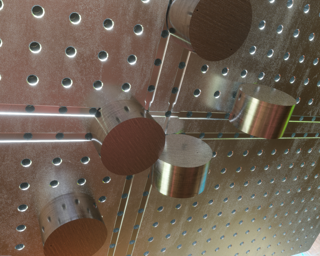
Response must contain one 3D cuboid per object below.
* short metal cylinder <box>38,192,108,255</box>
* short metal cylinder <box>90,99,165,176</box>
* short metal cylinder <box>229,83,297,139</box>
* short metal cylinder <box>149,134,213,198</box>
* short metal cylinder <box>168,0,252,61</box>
[{"bbox_3d":[-0.117,0.134,0.415,0.081,0.050,0.079,-14,125,-21],"label":"short metal cylinder"},{"bbox_3d":[-0.041,0.011,0.381,0.081,0.050,0.079,-14,124,-21],"label":"short metal cylinder"},{"bbox_3d":[0.144,-0.026,0.441,0.081,0.080,0.050,-3,120,-28],"label":"short metal cylinder"},{"bbox_3d":[0.027,0.050,0.423,0.081,0.080,0.050,-8,122,-25],"label":"short metal cylinder"},{"bbox_3d":[0.056,-0.122,0.352,0.081,0.050,0.079,-14,125,-21],"label":"short metal cylinder"}]
